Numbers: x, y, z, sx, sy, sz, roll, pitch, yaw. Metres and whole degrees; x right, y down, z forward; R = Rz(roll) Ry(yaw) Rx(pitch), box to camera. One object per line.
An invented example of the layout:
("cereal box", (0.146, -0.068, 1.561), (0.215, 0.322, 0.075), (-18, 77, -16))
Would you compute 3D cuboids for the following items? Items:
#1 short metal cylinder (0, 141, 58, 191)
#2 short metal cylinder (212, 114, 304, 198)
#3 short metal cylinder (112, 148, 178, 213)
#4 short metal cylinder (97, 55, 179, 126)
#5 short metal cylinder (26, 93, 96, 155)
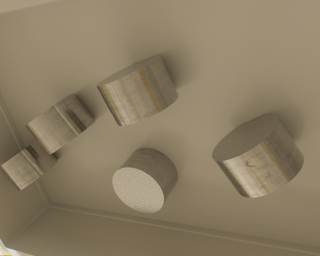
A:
("short metal cylinder", (-0.222, 0.061, 0.525), (0.080, 0.080, 0.050), (-28, 103, 37))
("short metal cylinder", (0.104, 0.029, 0.336), (0.080, 0.080, 0.050), (-29, 102, 37))
("short metal cylinder", (-0.021, 0.076, 0.449), (0.080, 0.050, 0.079), (13, 124, 20))
("short metal cylinder", (-0.025, -0.044, 0.358), (0.080, 0.080, 0.050), (-14, 112, 33))
("short metal cylinder", (-0.140, -0.006, 0.441), (0.080, 0.080, 0.050), (-28, 103, 37))
